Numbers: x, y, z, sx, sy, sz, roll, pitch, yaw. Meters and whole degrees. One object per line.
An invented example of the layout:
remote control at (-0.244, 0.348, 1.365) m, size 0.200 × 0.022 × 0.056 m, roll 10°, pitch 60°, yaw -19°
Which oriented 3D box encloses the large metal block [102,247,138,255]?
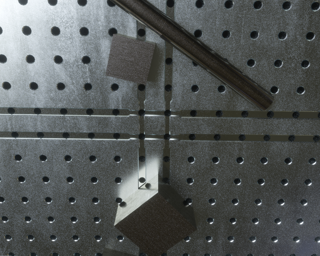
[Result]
large metal block at (-0.064, 0.247, 0.490) m, size 0.080 × 0.050 × 0.079 m, roll 17°, pitch 109°, yaw -7°

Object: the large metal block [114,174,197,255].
large metal block at (-0.006, 0.128, 0.447) m, size 0.080 × 0.050 × 0.080 m, roll -40°, pitch 106°, yaw 13°

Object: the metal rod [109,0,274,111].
metal rod at (0.016, -0.113, 0.371) m, size 0.301 × 0.025 × 0.025 m, roll 33°, pitch 107°, yaw -12°

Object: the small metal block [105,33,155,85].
small metal block at (-0.036, -0.085, 0.381) m, size 0.050 × 0.025 × 0.050 m, roll 13°, pitch 110°, yaw -5°
